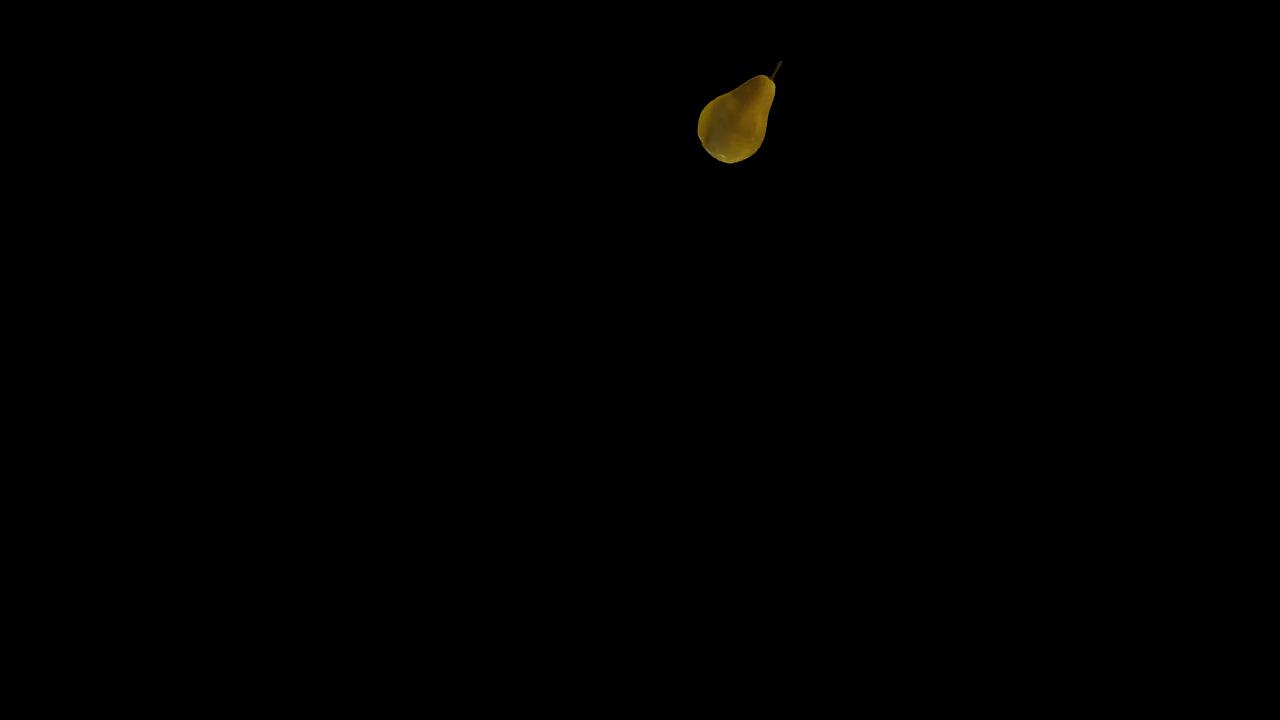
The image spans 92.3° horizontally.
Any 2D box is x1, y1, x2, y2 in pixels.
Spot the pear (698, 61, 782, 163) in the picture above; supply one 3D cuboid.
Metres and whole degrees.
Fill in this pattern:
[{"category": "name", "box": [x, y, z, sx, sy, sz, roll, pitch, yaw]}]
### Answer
[{"category": "pear", "box": [0.115, -0.269, 0.667, 0.080, 0.080, 0.111, 0, -32, -37]}]
